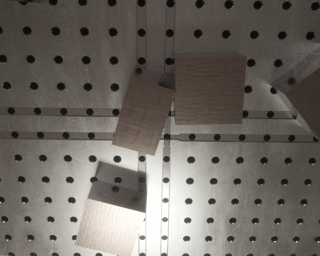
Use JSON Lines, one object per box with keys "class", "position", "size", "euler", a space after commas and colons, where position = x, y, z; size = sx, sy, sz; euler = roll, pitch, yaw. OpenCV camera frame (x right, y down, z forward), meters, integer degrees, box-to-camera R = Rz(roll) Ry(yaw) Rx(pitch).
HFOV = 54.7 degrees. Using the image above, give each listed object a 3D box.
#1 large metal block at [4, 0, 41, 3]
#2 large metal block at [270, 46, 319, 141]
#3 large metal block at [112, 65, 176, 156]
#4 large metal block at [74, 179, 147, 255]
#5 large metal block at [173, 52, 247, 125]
{"class": "large metal block", "position": [-0.180, -0.161, 0.322], "size": [0.081, 0.080, 0.050], "euler": [4, 110, -2]}
{"class": "large metal block", "position": [0.202, -0.045, 0.387], "size": [0.080, 0.050, 0.080], "euler": [-39, 106, 13]}
{"class": "large metal block", "position": [-0.019, -0.024, 0.375], "size": [0.050, 0.080, 0.079], "euler": [16, 109, -6]}
{"class": "large metal block", "position": [-0.069, 0.130, 0.447], "size": [0.080, 0.050, 0.079], "euler": [16, 109, -7]}
{"class": "large metal block", "position": [0.058, -0.050, 0.382], "size": [0.081, 0.050, 0.079], "euler": [-2, 110, 0]}
